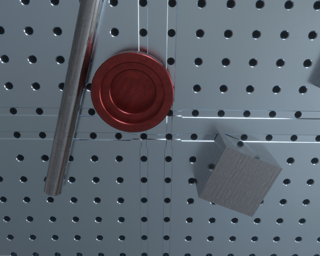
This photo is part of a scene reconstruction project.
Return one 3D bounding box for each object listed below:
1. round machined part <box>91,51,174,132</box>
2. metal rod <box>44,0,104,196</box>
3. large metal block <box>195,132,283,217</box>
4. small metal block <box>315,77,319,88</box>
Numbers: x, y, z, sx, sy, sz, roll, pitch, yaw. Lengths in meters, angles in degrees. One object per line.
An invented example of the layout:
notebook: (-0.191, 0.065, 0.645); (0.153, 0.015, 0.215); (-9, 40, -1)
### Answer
round machined part: (-0.033, -0.047, 0.387); (0.099, 0.042, 0.097); (0, 110, 0)
metal rod: (-0.111, -0.044, 0.395); (0.025, 0.025, 0.298); (16, 109, -6)
large metal block: (0.103, 0.063, 0.424); (0.080, 0.050, 0.079); (22, 109, -8)
small metal block: (0.236, -0.066, 0.391); (0.050, 0.025, 0.050); (16, 109, -6)
